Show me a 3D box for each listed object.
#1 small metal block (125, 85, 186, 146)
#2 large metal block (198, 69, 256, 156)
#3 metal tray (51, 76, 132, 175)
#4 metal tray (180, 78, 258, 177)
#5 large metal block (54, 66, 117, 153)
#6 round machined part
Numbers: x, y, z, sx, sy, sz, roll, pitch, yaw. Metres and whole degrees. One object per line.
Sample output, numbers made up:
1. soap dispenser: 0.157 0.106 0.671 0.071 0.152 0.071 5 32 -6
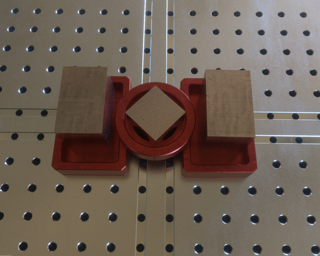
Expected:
1. small metal block: -0.005 -0.014 0.374 0.050 0.025 0.050 43 75 14
2. large metal block: 0.076 -0.015 0.374 0.050 0.080 0.080 1 70 1
3. metal tray: -0.086 -0.005 0.409 0.091 0.030 0.130 1 70 0
4. metal tray: 0.073 -0.002 0.409 0.091 0.030 0.130 0 70 0
5. large metal block: -0.085 -0.019 0.375 0.050 0.080 0.080 1 70 0
6. round machined part: -0.006 -0.006 0.395 0.099 0.042 0.098 0 70 0
